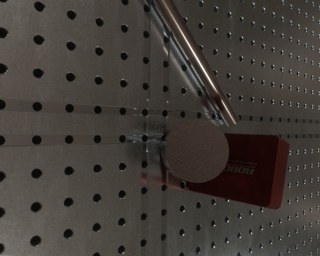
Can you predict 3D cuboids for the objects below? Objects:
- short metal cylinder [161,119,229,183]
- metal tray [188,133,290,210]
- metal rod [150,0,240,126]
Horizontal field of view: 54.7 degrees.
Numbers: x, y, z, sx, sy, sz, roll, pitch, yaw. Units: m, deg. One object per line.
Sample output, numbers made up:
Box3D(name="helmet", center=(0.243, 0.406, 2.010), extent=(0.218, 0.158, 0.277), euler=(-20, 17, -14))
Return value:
Box3D(name="short metal cylinder", center=(0.044, 0.031, 0.408), extent=(0.081, 0.050, 0.080), euler=(1, 83, -7))
Box3D(name="metal tray", center=(0.104, 0.055, 0.430), extent=(0.030, 0.130, 0.090), euler=(21, 77, -42))
Box3D(name="metal rod", center=(0.040, -0.119, 0.444), extent=(0.025, 0.025, 0.300), euler=(-52, 121, -27))
